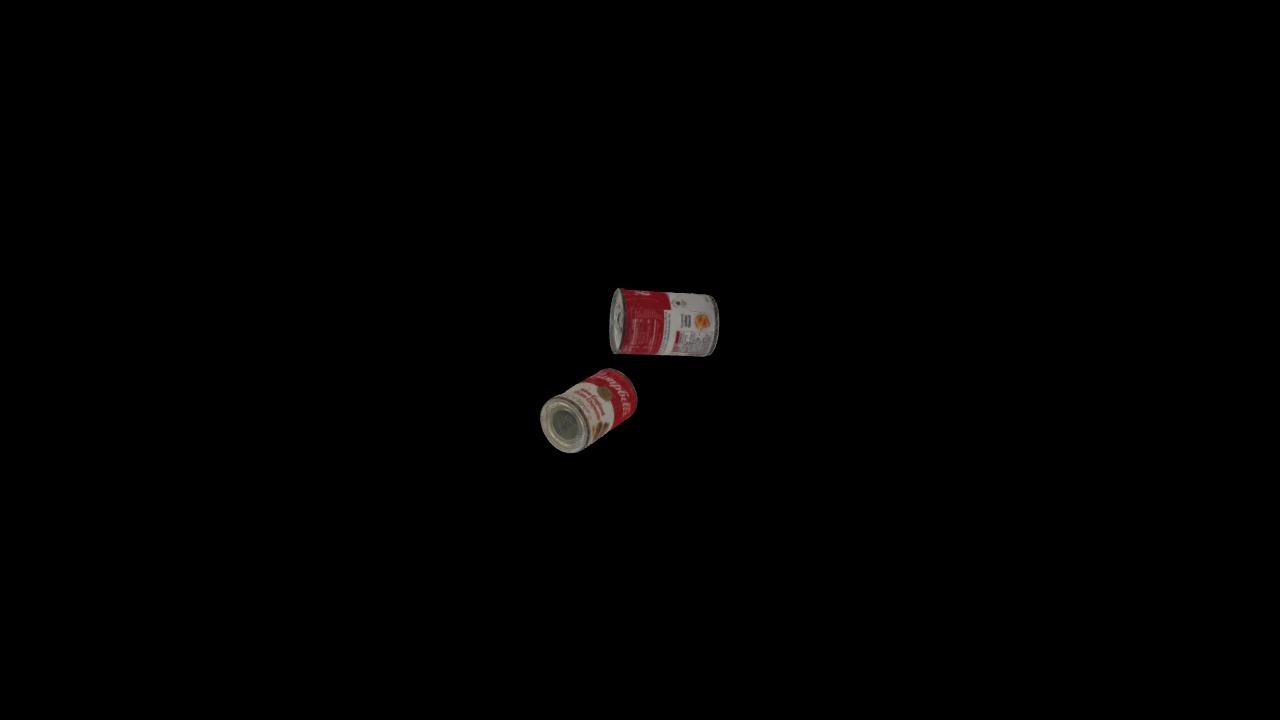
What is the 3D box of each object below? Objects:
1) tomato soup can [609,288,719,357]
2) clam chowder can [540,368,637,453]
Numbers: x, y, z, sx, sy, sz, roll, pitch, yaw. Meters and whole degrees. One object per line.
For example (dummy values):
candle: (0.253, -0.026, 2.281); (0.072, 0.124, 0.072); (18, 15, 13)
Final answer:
tomato soup can: (0.024, -0.038, 0.636); (0.101, 0.068, 0.068); (2, 0, -14)
clam chowder can: (-0.058, 0.057, 0.704); (0.068, 0.068, 0.102); (0, 18, 33)
